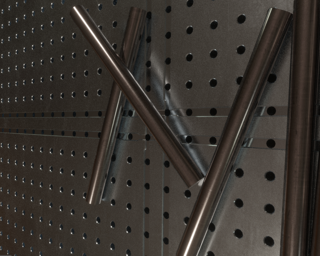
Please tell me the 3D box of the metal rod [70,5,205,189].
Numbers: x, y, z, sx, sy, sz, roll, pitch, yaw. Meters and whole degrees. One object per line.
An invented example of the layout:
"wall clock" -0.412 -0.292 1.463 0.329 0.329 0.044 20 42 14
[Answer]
"metal rod" -0.038 -0.052 0.413 0.025 0.025 0.299 -45 71 31

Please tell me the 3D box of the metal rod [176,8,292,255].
"metal rod" 0.076 0.022 0.345 0.025 0.025 0.298 28 108 36

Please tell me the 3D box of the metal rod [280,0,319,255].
"metal rod" 0.134 0.028 0.298 0.025 0.025 0.298 4 92 39

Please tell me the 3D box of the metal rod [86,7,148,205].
"metal rod" -0.068 -0.025 0.462 0.025 0.025 0.298 25 105 37

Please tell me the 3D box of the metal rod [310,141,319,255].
"metal rod" 0.158 0.005 0.278 0.025 0.025 0.298 6 94 39
